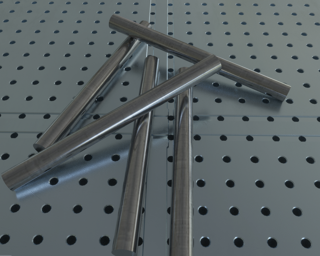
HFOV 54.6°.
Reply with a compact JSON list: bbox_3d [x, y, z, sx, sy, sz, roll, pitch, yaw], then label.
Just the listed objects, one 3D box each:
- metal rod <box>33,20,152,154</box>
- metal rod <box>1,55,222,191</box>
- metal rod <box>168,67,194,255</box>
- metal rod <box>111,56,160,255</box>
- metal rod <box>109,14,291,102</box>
[{"bbox_3d":[-0.086,-0.078,0.472,0.025,0.025,0.301,18,52,15],"label":"metal rod"},{"bbox_3d":[-0.049,-0.014,0.390,0.301,0.025,0.025,-31,56,-13],"label":"metal rod"},{"bbox_3d":[0.029,0.030,0.382,0.025,0.025,0.300,3,50,2],"label":"metal rod"},{"bbox_3d":[-0.024,0.009,0.400,0.025,0.025,0.300,3,50,3],"label":"metal rod"},{"bbox_3d":[0.053,-0.114,0.484,0.301,0.025,0.025,26,55,13],"label":"metal rod"}]
